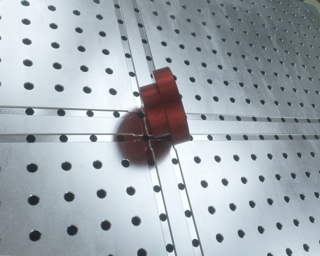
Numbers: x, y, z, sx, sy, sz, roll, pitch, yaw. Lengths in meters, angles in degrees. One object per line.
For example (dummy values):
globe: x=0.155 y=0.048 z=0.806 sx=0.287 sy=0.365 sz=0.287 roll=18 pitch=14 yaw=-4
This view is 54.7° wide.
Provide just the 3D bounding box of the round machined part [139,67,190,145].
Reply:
round machined part: x=0.003 y=-0.024 z=0.391 sx=0.042 sy=0.098 sz=0.098 roll=-16 pitch=67 yaw=-1
